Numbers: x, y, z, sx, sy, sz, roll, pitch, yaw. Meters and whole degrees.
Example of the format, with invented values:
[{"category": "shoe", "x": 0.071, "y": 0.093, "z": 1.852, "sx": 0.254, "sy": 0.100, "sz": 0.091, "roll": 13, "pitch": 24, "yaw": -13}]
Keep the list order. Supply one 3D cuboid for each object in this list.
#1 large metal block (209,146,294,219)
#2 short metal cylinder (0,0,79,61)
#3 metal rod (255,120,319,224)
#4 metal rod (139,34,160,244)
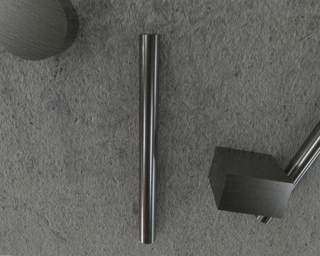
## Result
[{"category": "large metal block", "x": 0.114, "y": 0.068, "z": 0.407, "sx": 0.081, "sy": 0.080, "sz": 0.050, "roll": 9, "pitch": 110, "yaw": -4}, {"category": "short metal cylinder", "x": -0.139, "y": -0.120, "z": 0.351, "sx": 0.081, "sy": 0.050, "sz": 0.079, "roll": 0, "pitch": 110, "yaw": 0}, {"category": "metal rod", "x": 0.217, "y": 0.008, "z": 0.414, "sx": 0.025, "sy": 0.025, "sz": 0.298, "roll": 25, "pitch": 108, "yaw": -9}, {"category": "metal rod", "x": -0.016, "y": 0.028, "z": 0.419, "sx": 0.025, "sy": 0.025, "sz": 0.298, "roll": 1, "pitch": 110, "yaw": -1}]
